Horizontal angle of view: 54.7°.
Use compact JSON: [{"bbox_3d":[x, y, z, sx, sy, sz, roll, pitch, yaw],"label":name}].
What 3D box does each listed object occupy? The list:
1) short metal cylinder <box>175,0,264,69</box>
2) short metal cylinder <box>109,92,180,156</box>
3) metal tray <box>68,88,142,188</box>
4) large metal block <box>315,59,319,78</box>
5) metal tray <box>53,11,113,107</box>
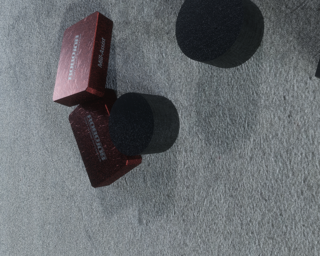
[{"bbox_3d":[0.064,-0.108,0.336,0.080,0.050,0.079,0,90,40],"label":"short metal cylinder"},{"bbox_3d":[-0.022,-0.005,0.407,0.080,0.050,0.079,0,90,40],"label":"short metal cylinder"},{"bbox_3d":[-0.088,0.014,0.474,0.090,0.030,0.130,-37,67,33],"label":"metal tray"},{"bbox_3d":[0.164,-0.070,0.233,0.050,0.081,0.079,19,102,38],"label":"large metal block"},{"bbox_3d":[-0.119,-0.104,0.479,0.090,0.030,0.129,-10,69,39],"label":"metal tray"}]
